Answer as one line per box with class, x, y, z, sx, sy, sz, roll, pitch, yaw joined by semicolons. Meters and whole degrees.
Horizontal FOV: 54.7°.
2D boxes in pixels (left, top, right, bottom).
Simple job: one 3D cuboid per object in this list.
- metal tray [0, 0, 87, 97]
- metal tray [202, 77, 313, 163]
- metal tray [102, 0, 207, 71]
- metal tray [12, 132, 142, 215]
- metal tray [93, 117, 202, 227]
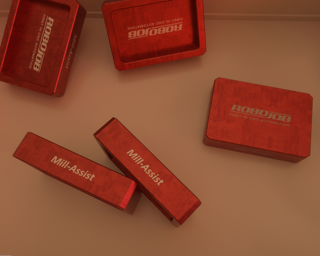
metal tray;-0.163;-0.116;0.423;0.090;0.030;0.129;17;93;5
metal tray;0.129;-0.011;0.412;0.131;0.030;0.090;11;70;4
metal tray;-0.006;-0.136;0.425;0.131;0.089;0.030;-12;31;-5
metal tray;-0.088;0.055;0.354;0.130;0.090;0.030;23;72;8
metal tray;-0.015;0.054;0.355;0.030;0.090;0.130;-43;76;-14
